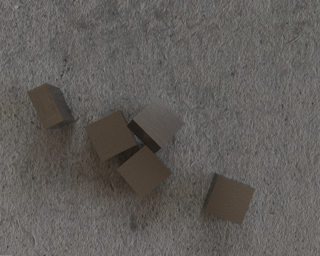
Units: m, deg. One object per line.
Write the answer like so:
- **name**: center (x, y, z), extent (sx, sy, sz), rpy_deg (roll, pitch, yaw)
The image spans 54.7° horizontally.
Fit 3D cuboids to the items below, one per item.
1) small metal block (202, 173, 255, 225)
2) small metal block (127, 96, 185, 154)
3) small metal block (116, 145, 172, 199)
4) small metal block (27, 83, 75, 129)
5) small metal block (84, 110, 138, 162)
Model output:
- **small metal block**: center (0.090, 0.093, 0.411), extent (0.050, 0.025, 0.050), rpy_deg (21, 90, 0)
- **small metal block**: center (-0.005, -0.004, 0.399), extent (0.050, 0.025, 0.050), rpy_deg (45, 59, 0)
- **small metal block**: center (-0.020, 0.056, 0.410), extent (0.050, 0.025, 0.050), rpy_deg (-40, 90, 0)
- **small metal block**: center (-0.137, -0.026, 0.396), extent (0.025, 0.050, 0.050), rpy_deg (-26, 90, 0)
- **small metal block**: center (-0.063, 0.010, 0.409), extent (0.050, 0.025, 0.050), rpy_deg (-27, 90, 0)
